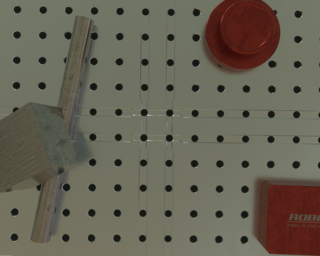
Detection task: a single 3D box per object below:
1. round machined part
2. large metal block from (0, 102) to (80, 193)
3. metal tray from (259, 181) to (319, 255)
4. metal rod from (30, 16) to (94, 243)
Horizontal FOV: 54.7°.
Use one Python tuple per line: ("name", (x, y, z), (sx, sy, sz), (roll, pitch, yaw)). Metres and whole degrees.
("round machined part", (0.109, -0.126, 0.406), (0.099, 0.042, 0.097), (0, 90, 0))
("large metal block", (-0.158, 0.025, 0.380), (0.080, 0.050, 0.080), (-27, 77, 18))
("metal tray", (0.203, 0.120, 0.413), (0.131, 0.030, 0.089), (2, 90, 0))
("metal rod", (-0.129, 0.002, 0.412), (0.025, 0.025, 0.298), (11, 90, 0))
